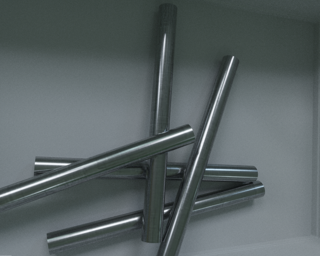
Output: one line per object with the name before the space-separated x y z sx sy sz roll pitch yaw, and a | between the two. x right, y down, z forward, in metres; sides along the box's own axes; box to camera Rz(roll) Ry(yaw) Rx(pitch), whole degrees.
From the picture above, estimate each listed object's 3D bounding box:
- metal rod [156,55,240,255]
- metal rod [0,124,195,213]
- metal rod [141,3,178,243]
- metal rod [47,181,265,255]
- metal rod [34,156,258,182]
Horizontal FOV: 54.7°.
metal rod | 0.053 0.037 0.409 0.025 0.025 0.299 26 73 -19
metal rod | -0.101 0.054 0.345 0.302 0.025 0.025 -19 97 -14
metal rod | 0.000 -0.012 0.392 0.025 0.025 0.298 7 81 -20
metal rod | 0.010 0.114 0.414 0.303 0.025 0.025 -9 93 -20
metal rod | -0.003 0.057 0.409 0.302 0.025 0.025 5 89 -20
